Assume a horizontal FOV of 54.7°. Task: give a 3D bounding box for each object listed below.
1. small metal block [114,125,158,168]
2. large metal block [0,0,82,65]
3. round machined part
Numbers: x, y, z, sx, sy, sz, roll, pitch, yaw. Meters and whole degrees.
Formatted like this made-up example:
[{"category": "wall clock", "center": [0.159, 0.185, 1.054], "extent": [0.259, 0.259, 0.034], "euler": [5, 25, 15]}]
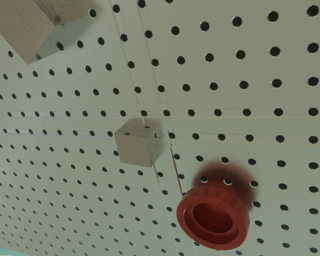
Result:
[{"category": "small metal block", "center": [-0.033, 0.026, 0.445], "extent": [0.050, 0.025, 0.050], "euler": [6, 121, 25]}, {"category": "large metal block", "center": [-0.161, -0.142, 0.393], "extent": [0.080, 0.050, 0.080], "euler": [-33, 100, 38]}, {"category": "round machined part", "center": [0.076, 0.120, 0.434], "extent": [0.098, 0.042, 0.097], "euler": [13, 124, 21]}]
